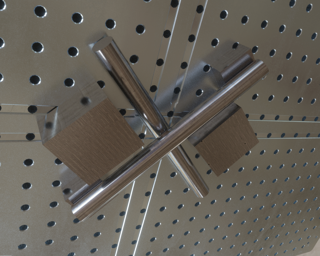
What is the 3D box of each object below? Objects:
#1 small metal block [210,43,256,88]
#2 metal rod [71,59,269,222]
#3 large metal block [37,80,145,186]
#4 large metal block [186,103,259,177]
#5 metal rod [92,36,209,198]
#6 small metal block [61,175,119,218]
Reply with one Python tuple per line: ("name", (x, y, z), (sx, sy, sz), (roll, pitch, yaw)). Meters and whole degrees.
("small metal block", (0.103, -0.077, 0.420), (0.050, 0.025, 0.050), (-38, 129, -3))
("metal rod", (0.014, 0.014, 0.395), (0.301, 0.025, 0.025), (-38, 129, -2))
("large metal block", (-0.078, 0.006, 0.356), (0.080, 0.050, 0.080), (-37, 129, -3))
("large metal block", (0.085, 0.011, 0.448), (0.080, 0.050, 0.080), (-40, 129, -1))
("metal rod", (0.005, 0.008, 0.417), (0.025, 0.025, 0.300), (-37, 129, -4))
("small metal block", (-0.093, 0.085, 0.413), (0.050, 0.025, 0.050), (-39, 129, -2))
